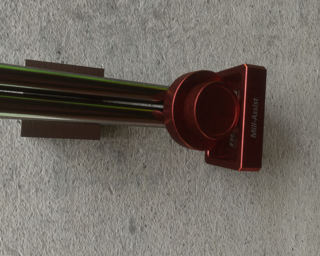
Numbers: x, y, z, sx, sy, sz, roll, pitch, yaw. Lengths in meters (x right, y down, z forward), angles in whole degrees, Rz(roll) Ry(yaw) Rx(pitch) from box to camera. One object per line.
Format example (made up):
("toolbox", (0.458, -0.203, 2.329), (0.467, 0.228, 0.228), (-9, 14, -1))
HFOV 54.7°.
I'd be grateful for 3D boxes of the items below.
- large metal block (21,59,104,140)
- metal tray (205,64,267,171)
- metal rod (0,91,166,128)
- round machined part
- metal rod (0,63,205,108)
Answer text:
("large metal block", (-0.110, -0.029, 0.353), (0.081, 0.050, 0.079), (4, 89, -20))
("metal tray", (0.097, -0.012, 0.412), (0.030, 0.090, 0.129), (4, 89, -20))
("metal rod", (-0.042, -0.015, 0.348), (0.302, 0.025, 0.025), (3, 89, -33))
("round machined part", (0.056, -0.021, 0.371), (0.099, 0.042, 0.097), (-2, 93, -31))
("metal rod", (-0.040, -0.042, 0.348), (0.302, 0.025, 0.025), (3, 89, -33))
